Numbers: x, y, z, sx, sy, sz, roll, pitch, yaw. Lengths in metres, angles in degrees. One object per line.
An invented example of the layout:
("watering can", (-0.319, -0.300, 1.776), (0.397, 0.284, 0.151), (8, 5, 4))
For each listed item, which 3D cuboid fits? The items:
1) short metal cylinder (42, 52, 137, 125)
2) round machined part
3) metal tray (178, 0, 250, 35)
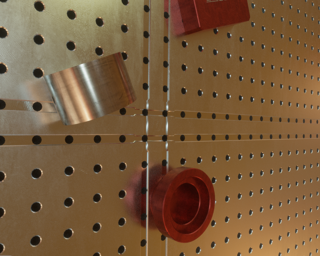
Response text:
("short metal cylinder", (-0.070, -0.041, 0.316), (0.081, 0.080, 0.050), (-30, 109, -36))
("round machined part", (0.027, 0.102, 0.424), (0.099, 0.042, 0.097), (0, 90, -40))
("metal tray", (0.084, -0.201, 0.478), (0.131, 0.030, 0.089), (-24, 106, -38))
